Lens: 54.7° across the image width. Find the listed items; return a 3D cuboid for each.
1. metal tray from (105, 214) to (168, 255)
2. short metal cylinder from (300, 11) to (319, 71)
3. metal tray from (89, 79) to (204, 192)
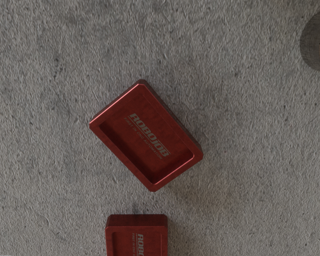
[{"bbox_3d":[-0.034,0.196,0.478,0.091,0.030,0.129,0,110,0],"label":"metal tray"},{"bbox_3d":[0.214,-0.100,0.361,0.081,0.050,0.079,0,110,0],"label":"short metal cylinder"},{"bbox_3d":[-0.016,0.012,0.411,0.090,0.030,0.130,-37,106,12],"label":"metal tray"}]
